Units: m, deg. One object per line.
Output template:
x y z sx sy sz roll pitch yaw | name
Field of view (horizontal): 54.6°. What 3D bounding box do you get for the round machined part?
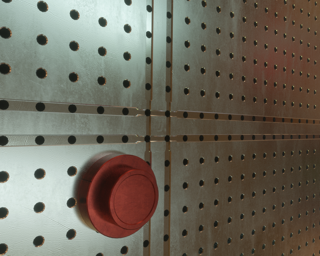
-0.041 0.080 0.363 0.099 0.042 0.097 0 90 -40 | round machined part
